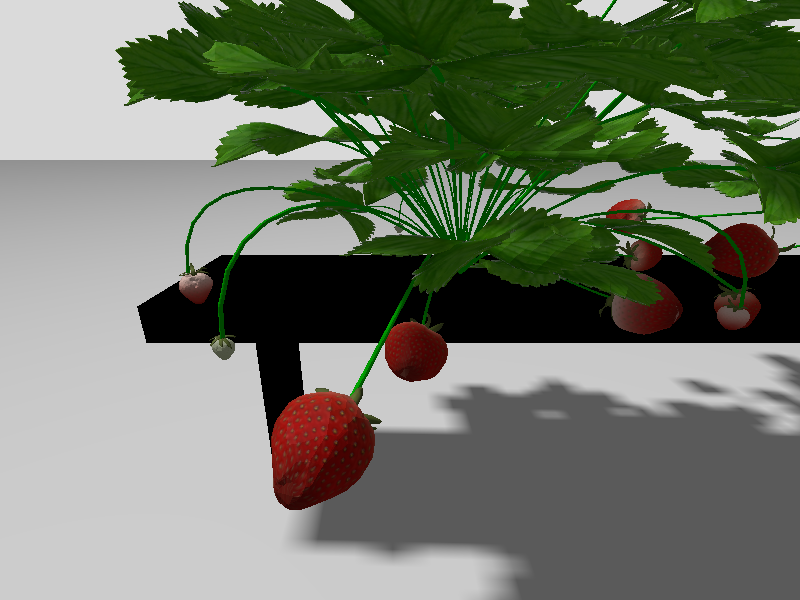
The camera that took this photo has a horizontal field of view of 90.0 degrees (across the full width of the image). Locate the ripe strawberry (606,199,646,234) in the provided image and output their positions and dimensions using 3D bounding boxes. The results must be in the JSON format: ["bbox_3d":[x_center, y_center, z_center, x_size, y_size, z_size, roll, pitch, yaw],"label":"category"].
[{"bbox_3d":[0.294,-0.109,0.523,0.044,0.046,0.040,16,26,37],"label":"ripe strawberry"}]

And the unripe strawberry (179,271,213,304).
[{"bbox_3d":[-0.149,-0.009,0.294,0.023,0.023,0.025,-7,22,-18],"label":"unripe strawberry"}]

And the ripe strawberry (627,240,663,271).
[{"bbox_3d":[0.225,-0.041,0.367,0.029,0.030,0.026,0,21,-3],"label":"ripe strawberry"}]

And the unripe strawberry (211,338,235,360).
[{"bbox_3d":[-0.085,0.023,0.193,0.011,0.011,0.010,16,26,35],"label":"unripe strawberry"}]

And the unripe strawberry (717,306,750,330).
[{"bbox_3d":[0.202,0.011,0.243,0.015,0.015,0.014,17,27,38],"label":"unripe strawberry"}]

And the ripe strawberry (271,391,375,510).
[{"bbox_3d":[-0.027,0.049,0.129,0.034,0.036,0.037,7,23,17],"label":"ripe strawberry"}]

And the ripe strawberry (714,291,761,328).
[{"bbox_3d":[0.216,0.006,0.256,0.023,0.023,0.025,-13,9,39],"label":"ripe strawberry"}]

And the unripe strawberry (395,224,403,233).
[{"bbox_3d":[-0.001,-0.090,0.505,0.011,0.011,0.010,-7,22,-19],"label":"unripe strawberry"}]

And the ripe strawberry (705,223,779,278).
[{"bbox_3d":[0.294,-0.044,0.350,0.052,0.045,0.052,-1,21,-1],"label":"ripe strawberry"}]

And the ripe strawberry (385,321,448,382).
[{"bbox_3d":[0.007,0.026,0.195,0.032,0.027,0.032,6,29,14],"label":"ripe strawberry"}]

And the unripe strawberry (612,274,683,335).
[{"bbox_3d":[0.147,0.004,0.241,0.033,0.038,0.036,-15,26,-33],"label":"unripe strawberry"}]
